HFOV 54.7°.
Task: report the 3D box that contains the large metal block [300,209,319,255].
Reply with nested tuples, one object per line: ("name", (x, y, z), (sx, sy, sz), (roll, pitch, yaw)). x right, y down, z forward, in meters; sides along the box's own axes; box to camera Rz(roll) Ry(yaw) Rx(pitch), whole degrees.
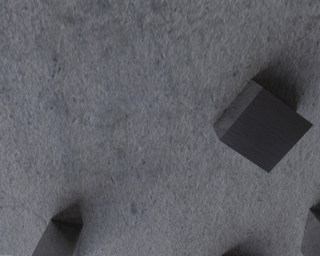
("large metal block", (0.267, 0.170, 0.463), (0.081, 0.050, 0.079), (1, 110, -1))

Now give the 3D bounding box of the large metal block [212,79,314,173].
("large metal block", (0.128, -0.003, 0.397), (0.080, 0.050, 0.080), (33, 106, -12))

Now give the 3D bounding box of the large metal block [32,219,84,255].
("large metal block", (-0.151, 0.195, 0.450), (0.050, 0.080, 0.079), (11, 110, -5))
